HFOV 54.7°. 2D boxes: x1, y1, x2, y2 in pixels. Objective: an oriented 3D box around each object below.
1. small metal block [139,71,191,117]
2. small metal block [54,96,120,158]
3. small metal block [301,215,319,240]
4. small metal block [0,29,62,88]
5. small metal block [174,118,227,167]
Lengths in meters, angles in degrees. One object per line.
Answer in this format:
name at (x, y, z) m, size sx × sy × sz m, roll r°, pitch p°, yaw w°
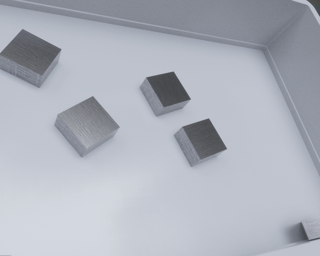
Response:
small metal block at (0.007, -0.049, 0.439) m, size 0.050 × 0.025 × 0.050 m, roll -19°, pitch 72°, yaw -35°
small metal block at (-0.085, -0.002, 0.361) m, size 0.050 × 0.025 × 0.050 m, roll 49°, pitch 51°, yaw 6°
small metal block at (0.219, 0.131, 0.414) m, size 0.050 × 0.050 × 0.025 m, roll 39°, pitch 33°, yaw -60°
small metal block at (-0.155, -0.084, 0.373) m, size 0.050 × 0.025 × 0.050 m, roll 27°, pitch 52°, yaw -11°
small metal block at (0.055, 0.019, 0.423) m, size 0.050 × 0.025 × 0.050 m, roll -17°, pitch 71°, yaw -35°
